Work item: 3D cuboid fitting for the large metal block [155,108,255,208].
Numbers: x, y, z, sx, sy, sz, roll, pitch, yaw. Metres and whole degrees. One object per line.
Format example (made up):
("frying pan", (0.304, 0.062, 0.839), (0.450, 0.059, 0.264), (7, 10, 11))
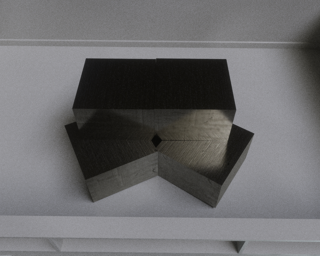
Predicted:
("large metal block", (0.051, 0.031, 0.360), (0.080, 0.050, 0.080), (27, 55, 21))

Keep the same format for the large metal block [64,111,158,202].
("large metal block", (-0.056, 0.027, 0.364), (0.081, 0.050, 0.080), (-21, 53, -17))

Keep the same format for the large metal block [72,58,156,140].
("large metal block", (-0.046, -0.033, 0.349), (0.080, 0.050, 0.080), (1, 50, 0))

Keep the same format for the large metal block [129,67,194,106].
("large metal block", (0.003, -0.042, 0.422), (0.080, 0.050, 0.080), (1, 50, 1))

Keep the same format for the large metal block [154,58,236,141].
("large metal block", (0.035, -0.033, 0.348), (0.080, 0.050, 0.080), (1, 50, 0))
